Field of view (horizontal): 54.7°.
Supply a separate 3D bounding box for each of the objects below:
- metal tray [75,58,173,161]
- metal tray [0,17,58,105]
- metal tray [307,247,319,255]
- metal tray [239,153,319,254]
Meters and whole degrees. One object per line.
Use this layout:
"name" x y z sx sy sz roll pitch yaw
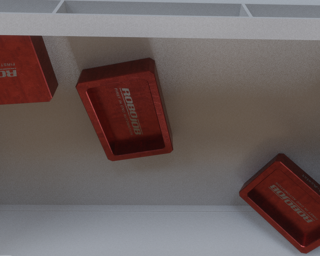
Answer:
"metal tray" -0.039 -0.017 0.390 0.090 0.030 0.129 -9 130 7
"metal tray" -0.192 -0.070 0.343 0.131 0.030 0.089 -3 130 2
"metal tray" 0.370 0.259 0.635 0.090 0.030 0.130 -37 121 27
"metal tray" 0.196 0.112 0.458 0.130 0.030 0.089 43 125 10
